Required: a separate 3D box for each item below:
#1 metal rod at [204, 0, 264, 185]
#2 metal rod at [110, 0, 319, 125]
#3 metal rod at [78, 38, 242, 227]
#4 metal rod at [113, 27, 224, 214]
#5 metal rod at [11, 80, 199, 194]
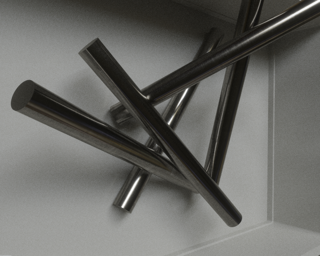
[{"bbox_3d":[0.092,-0.058,0.388,0.025,0.025,0.298,-6,113,-40],"label":"metal rod"},{"bbox_3d":[0.079,-0.085,0.351,0.301,0.025,0.025,-28,115,7],"label":"metal rod"},{"bbox_3d":[0.016,0.023,0.367,0.300,0.025,0.025,50,60,-25],"label":"metal rod"},{"bbox_3d":[0.022,-0.025,0.426,0.025,0.025,0.300,43,64,-32],"label":"metal rod"},{"bbox_3d":[-0.022,0.030,0.341,0.301,0.025,0.025,35,68,-51],"label":"metal rod"}]
